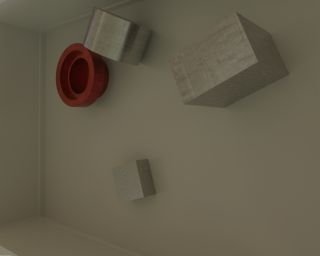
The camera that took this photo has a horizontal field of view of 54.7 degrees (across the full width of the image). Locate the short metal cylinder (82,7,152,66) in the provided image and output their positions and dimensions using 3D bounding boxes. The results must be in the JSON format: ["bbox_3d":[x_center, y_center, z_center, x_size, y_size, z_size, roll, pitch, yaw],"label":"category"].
[{"bbox_3d":[-0.057,-0.123,0.416,0.080,0.081,0.050,34,111,34],"label":"short metal cylinder"}]

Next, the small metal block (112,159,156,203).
[{"bbox_3d":[-0.037,0.075,0.435,0.050,0.025,0.050,-22,76,37],"label":"small metal block"}]

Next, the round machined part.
[{"bbox_3d":[-0.119,-0.081,0.491,0.098,0.042,0.097,0,90,39],"label":"round machined part"}]

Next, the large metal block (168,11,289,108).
[{"bbox_3d":[0.070,-0.061,0.312,0.080,0.081,0.050,-29,72,36],"label":"large metal block"}]
